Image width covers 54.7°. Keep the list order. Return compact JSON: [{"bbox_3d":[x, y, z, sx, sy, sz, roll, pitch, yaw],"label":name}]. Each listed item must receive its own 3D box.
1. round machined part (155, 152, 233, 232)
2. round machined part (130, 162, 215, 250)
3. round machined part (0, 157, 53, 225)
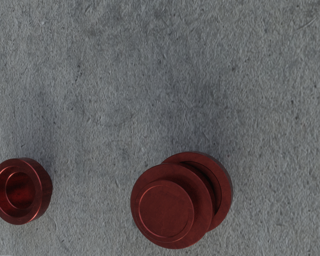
[{"bbox_3d":[0.041,0.077,0.385,0.098,0.042,0.097,0,90,20],"label":"round machined part"},{"bbox_3d":[0.010,0.089,0.352,0.098,0.042,0.097,0,90,20],"label":"round machined part"},{"bbox_3d":[-0.205,0.093,0.473,0.098,0.042,0.097,0,90,20],"label":"round machined part"}]
